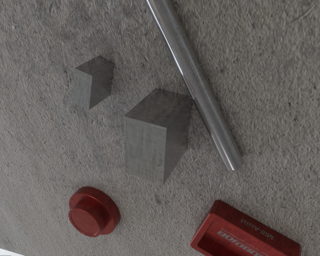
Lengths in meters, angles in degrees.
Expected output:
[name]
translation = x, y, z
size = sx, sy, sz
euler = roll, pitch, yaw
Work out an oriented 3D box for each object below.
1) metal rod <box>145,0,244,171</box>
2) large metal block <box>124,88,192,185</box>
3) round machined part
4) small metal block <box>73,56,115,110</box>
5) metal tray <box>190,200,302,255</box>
[metal rod]
translation = 0.026, -0.081, 0.343
size = 0.025, 0.025, 0.299
euler = -16, 110, 34
[large metal block]
translation = -0.001, 0.008, 0.377
size = 0.050, 0.080, 0.079
euler = 16, 125, 19
[round machined part]
translation = -0.125, 0.157, 0.559
size = 0.098, 0.042, 0.097
euler = 13, 124, 21
[small metal block]
translation = -0.085, -0.059, 0.399
size = 0.025, 0.050, 0.050
euler = 25, 127, 13
[metal tray]
translation = 0.119, 0.170, 0.445
size = 0.130, 0.030, 0.089
euler = 28, 128, 10
